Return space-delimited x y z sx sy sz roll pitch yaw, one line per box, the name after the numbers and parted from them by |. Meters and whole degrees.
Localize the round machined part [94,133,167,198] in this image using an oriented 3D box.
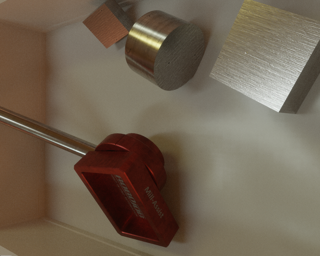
-0.034 0.045 0.402 0.098 0.042 0.097 21 136 22 | round machined part

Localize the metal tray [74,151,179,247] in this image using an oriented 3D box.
-0.041 0.089 0.390 0.090 0.030 0.129 -3 124 39 | metal tray

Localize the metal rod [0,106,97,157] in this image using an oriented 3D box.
-0.190 0.002 0.478 0.301 0.025 0.025 21 105 11 | metal rod

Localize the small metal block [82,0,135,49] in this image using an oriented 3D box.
-0.074 -0.151 0.447 0.050 0.050 0.025 -22 33 37 | small metal block

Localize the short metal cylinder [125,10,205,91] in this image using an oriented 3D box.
0.006 -0.091 0.364 0.050 0.081 0.079 36 112 34 | short metal cylinder

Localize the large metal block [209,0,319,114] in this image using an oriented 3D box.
0.108 -0.068 0.300 0.080 0.050 0.079 36 112 33 | large metal block
